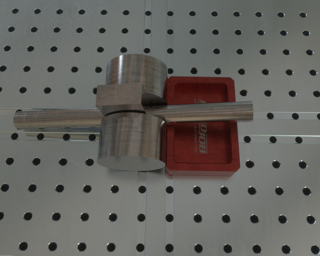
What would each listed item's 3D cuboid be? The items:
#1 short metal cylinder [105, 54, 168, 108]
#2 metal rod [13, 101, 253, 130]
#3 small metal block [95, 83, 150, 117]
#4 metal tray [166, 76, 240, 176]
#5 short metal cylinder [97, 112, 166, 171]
[{"bbox_3d":[-0.030,-0.052,0.399,0.081,0.080,0.050,1,70,0],"label":"short metal cylinder"},{"bbox_3d":[-0.039,-0.015,0.392,0.301,0.025,0.025,-2,70,8],"label":"metal rod"},{"bbox_3d":[-0.041,-0.028,0.358,0.050,0.050,0.025,-2,70,8],"label":"small metal block"},{"bbox_3d":[0.054,-0.004,0.411,0.091,0.030,0.130,1,70,0],"label":"metal tray"},{"bbox_3d":[-0.033,0.019,0.375,0.081,0.080,0.050,1,70,0],"label":"short metal cylinder"}]
